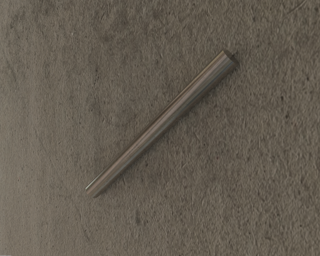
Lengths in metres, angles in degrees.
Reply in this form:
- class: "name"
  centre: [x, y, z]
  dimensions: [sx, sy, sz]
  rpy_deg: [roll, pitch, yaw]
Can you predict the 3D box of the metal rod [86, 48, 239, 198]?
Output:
- class: "metal rod"
  centre: [-0.014, 0.011, 0.417]
  dimensions: [0.299, 0.025, 0.025]
  rpy_deg: [-44, 64, 30]
